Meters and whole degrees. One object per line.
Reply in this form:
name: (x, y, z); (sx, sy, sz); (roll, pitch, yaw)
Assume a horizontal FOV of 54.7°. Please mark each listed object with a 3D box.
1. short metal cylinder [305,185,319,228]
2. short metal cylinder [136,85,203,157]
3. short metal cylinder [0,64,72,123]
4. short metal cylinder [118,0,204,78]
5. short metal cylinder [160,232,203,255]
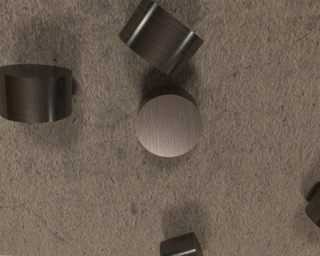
short metal cylinder: (0.252, 0.114, 0.426); (0.080, 0.080, 0.050); (20, 109, -8)
short metal cylinder: (0.011, -0.010, 0.393); (0.081, 0.050, 0.079); (0, 110, -1)
short metal cylinder: (-0.145, -0.043, 0.363); (0.081, 0.080, 0.050); (5, 110, -2)
short metal cylinder: (0.002, -0.100, 0.344); (0.080, 0.080, 0.050); (34, 106, -12)
short metal cylinder: (0.037, 0.200, 0.455); (0.050, 0.080, 0.080); (-19, 109, 6)
